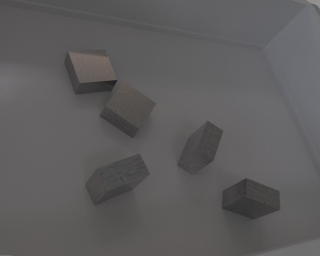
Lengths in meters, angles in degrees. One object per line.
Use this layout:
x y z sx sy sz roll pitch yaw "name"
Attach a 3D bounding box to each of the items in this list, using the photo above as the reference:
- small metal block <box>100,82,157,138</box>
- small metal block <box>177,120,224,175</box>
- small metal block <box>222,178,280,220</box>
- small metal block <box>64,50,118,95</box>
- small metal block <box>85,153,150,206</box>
-0.040 -0.023 0.398 0.050 0.025 0.050 35 51 -6 "small metal block"
0.052 0.026 0.401 0.025 0.050 0.050 33 52 -7 "small metal block"
0.115 0.092 0.395 0.050 0.050 0.025 22 54 -15 "small metal block"
-0.090 -0.073 0.402 0.050 0.025 0.050 -11 67 -33 "small metal block"
-0.046 0.055 0.331 0.050 0.050 0.025 -17 71 -35 "small metal block"
